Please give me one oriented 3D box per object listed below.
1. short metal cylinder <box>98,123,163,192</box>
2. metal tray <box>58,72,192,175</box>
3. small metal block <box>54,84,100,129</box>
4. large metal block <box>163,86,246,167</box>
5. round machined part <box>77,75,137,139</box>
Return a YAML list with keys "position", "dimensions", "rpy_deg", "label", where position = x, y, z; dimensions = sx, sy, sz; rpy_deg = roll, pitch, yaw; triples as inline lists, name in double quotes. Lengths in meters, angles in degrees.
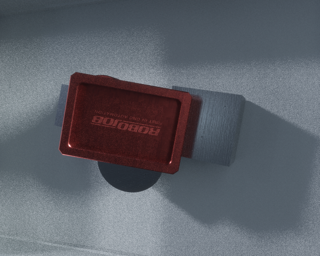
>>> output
- position: [-0.032, 0.034, 0.394]
  dimensions: [0.080, 0.050, 0.079]
  rpy_deg: [2, 103, 7]
  label: "short metal cylinder"
- position: [-0.037, -0.006, 0.343]
  dimensions: [0.131, 0.030, 0.089]
  rpy_deg: [10, 94, 0]
  label: "metal tray"
- position: [-0.100, -0.025, 0.385]
  dimensions: [0.025, 0.050, 0.050]
  rpy_deg: [13, 95, 19]
  label: "small metal block"
- position: [0.054, -0.004, 0.375]
  dimensions: [0.080, 0.050, 0.079]
  rpy_deg: [11, 94, 19]
  label: "large metal block"
- position: [-0.084, -0.025, 0.428]
  dimensions: [0.098, 0.042, 0.097]
  rpy_deg: [0, 90, 19]
  label: "round machined part"
